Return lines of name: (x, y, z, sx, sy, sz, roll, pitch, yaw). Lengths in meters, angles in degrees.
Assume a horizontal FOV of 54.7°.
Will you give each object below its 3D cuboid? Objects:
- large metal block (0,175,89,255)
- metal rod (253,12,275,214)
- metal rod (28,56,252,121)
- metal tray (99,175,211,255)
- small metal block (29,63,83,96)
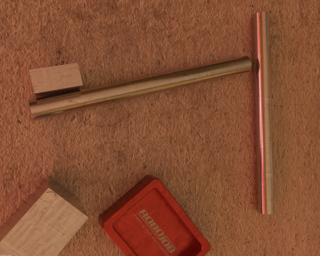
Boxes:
large metal block: (-0.128, 0.103, 0.333, 0.050, 0.080, 0.080, 43, 76, -15)
metal rod: (0.157, -0.022, 0.468, 0.025, 0.025, 0.298, -2, 91, -20)
metal rod: (-0.010, -0.057, 0.406, 0.302, 0.025, 0.025, -15, 96, -20)
metal tray: (-0.005, 0.138, 0.405, 0.090, 0.030, 0.130, -40, 103, -16)
small metal block: (-0.119, -0.054, 0.352, 0.050, 0.050, 0.025, -14, 95, -20)
